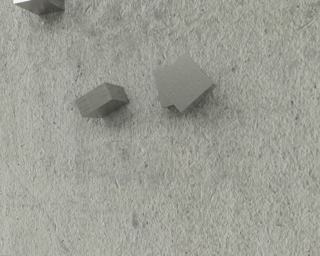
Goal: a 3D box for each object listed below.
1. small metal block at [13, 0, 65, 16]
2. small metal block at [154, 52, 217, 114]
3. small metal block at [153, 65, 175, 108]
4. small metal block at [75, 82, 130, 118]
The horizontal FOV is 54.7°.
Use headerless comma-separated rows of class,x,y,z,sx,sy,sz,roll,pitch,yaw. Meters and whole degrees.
small metal block,-0.178,-0.191,0.459,0.050,0.050,0.025,-2,90,20
small metal block,0.031,-0.053,0.371,0.050,0.025,0.050,-42,77,14
small metal block,0.024,-0.056,0.400,0.050,0.025,0.050,-14,86,19
small metal block,-0.078,-0.036,0.423,0.050,0.050,0.025,-28,81,18
